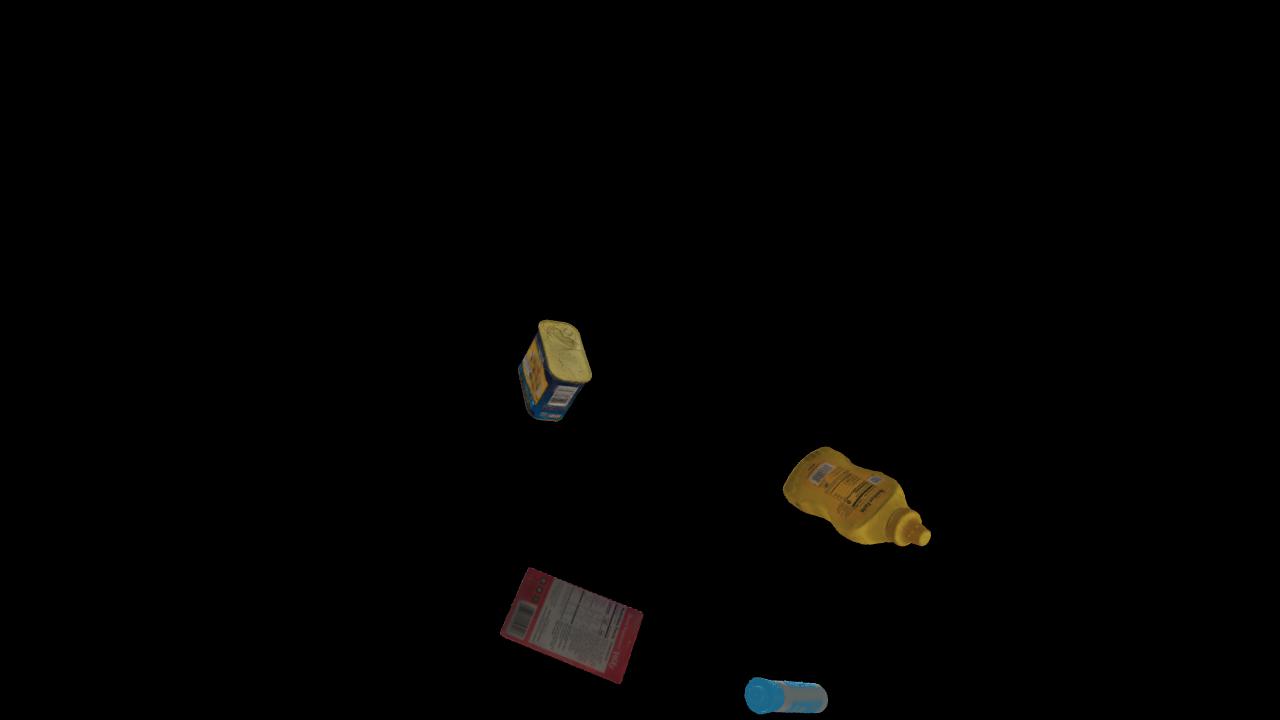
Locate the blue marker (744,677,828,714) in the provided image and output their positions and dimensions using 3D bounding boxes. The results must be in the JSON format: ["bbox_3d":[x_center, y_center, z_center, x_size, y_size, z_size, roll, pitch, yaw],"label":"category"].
[{"bbox_3d":[0.096,0.215,0.394,0.020,0.020,0.121,0,-26,33],"label":"blue marker"}]

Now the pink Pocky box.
[{"bbox_3d":[-0.081,0.321,0.746,0.155,0.084,0.029,20,-30,4],"label":"pink Pocky box"}]

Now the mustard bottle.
[{"bbox_3d":[0.259,0.168,0.724,0.092,0.054,0.184,-36,26,-16],"label":"mustard bottle"}]

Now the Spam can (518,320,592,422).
[{"bbox_3d":[-0.111,0.015,0.777,0.058,0.101,0.085,8,-46,-32],"label":"Spam can"}]
